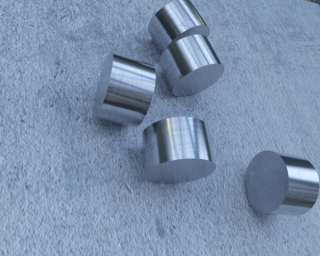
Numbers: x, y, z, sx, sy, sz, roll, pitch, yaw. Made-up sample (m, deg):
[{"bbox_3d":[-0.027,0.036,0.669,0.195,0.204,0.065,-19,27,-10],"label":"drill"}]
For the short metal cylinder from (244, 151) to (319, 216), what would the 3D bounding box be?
[{"bbox_3d":[0.158,0.073,0.409,0.050,0.080,0.080,12,57,-22],"label":"short metal cylinder"}]

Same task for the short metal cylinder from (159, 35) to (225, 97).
[{"bbox_3d":[0.045,-0.088,0.446,0.081,0.080,0.050,-12,68,-33],"label":"short metal cylinder"}]

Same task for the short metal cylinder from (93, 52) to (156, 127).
[{"bbox_3d":[-0.044,-0.045,0.372,0.050,0.080,0.080,14,56,-21],"label":"short metal cylinder"}]

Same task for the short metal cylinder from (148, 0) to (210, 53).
[{"bbox_3d":[0.029,-0.148,0.474,0.081,0.080,0.050,-20,73,-35],"label":"short metal cylinder"}]

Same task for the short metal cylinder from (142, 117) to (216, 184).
[{"bbox_3d":[0.021,0.028,0.362,0.081,0.080,0.050,7,59,-25],"label":"short metal cylinder"}]
